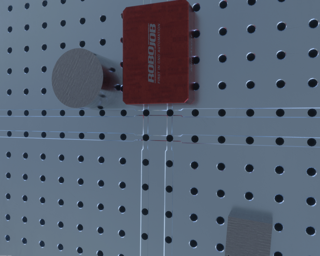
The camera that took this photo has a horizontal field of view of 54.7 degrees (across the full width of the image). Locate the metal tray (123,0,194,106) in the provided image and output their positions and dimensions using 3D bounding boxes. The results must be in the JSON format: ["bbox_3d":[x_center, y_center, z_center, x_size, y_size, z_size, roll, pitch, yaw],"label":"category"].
[{"bbox_3d":[-0.002,-0.096,0.411,0.090,0.030,0.129,0,90,19],"label":"metal tray"}]

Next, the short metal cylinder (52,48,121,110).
[{"bbox_3d":[-0.102,-0.066,0.435,0.080,0.050,0.079,0,90,20],"label":"short metal cylinder"}]

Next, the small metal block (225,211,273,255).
[{"bbox_3d":[0.108,0.133,0.375,0.050,0.025,0.050,5,92,19],"label":"small metal block"}]
